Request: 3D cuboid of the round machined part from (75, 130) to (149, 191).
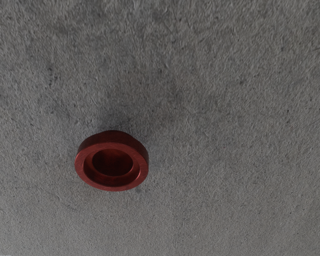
[{"bbox_3d":[-0.064,0.041,0.430,0.099,0.042,0.097,0,130,0],"label":"round machined part"}]
